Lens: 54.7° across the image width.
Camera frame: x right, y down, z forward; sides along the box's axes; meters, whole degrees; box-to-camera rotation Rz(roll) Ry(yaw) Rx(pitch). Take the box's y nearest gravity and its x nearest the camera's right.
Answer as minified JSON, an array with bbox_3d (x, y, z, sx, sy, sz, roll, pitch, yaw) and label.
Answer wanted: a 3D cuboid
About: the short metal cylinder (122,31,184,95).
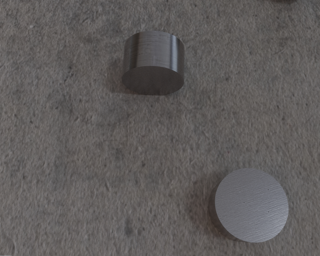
[{"bbox_3d":[-0.008,-0.083,0.409,0.081,0.080,0.050,2,70,0],"label":"short metal cylinder"}]

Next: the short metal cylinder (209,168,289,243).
[{"bbox_3d":[0.100,0.091,0.363,0.081,0.050,0.080,0,70,0],"label":"short metal cylinder"}]
